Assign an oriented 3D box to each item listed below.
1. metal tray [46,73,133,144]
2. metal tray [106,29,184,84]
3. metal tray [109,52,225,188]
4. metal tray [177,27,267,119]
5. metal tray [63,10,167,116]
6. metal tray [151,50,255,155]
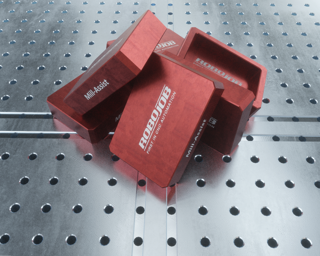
[{"bbox_3d":[-0.080,-0.047,0.443,0.090,0.030,0.131,32,57,23],"label":"metal tray"},{"bbox_3d":[-0.005,-0.109,0.472,0.131,0.030,0.090,-27,57,-38],"label":"metal tray"},{"bbox_3d":[0.004,-0.010,0.354,0.090,0.129,0.030,31,18,24],"label":"metal tray"},{"bbox_3d":[0.084,-0.079,0.440,0.130,0.030,0.090,28,52,-6],"label":"metal tray"},{"bbox_3d":[-0.056,-0.075,0.372,0.030,0.130,0.090,42,49,-21],"label":"metal tray"},{"bbox_3d":[0.045,-0.032,0.391,0.130,0.090,0.030,31,57,23],"label":"metal tray"}]
